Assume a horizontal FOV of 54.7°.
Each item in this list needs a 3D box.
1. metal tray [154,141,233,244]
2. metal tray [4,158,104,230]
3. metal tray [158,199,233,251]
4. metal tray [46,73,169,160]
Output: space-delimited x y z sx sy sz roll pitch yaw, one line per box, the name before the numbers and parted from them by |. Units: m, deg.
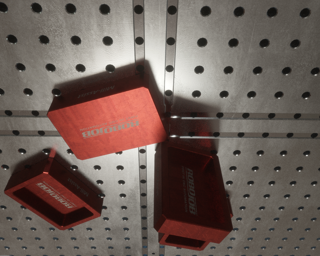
metal tray | 0.040 0.080 0.411 0.091 0.130 0.030 16 128 -13
metal tray | -0.167 0.111 0.500 0.090 0.030 0.130 -25 126 19
metal tray | 0.060 0.169 0.553 0.091 0.030 0.129 15 129 -13
metal tray | -0.063 -0.011 0.398 0.131 0.030 0.090 -14 129 11
